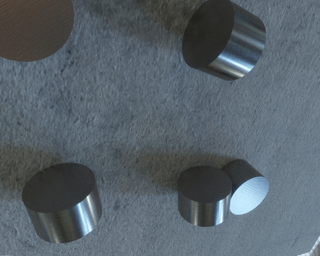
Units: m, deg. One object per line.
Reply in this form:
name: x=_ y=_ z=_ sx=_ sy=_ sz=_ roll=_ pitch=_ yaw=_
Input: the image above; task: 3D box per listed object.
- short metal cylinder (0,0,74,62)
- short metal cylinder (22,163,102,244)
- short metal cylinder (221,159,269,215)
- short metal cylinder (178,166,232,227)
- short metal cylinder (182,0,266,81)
short metal cylinder: x=-0.119 y=-0.103 z=0.263 sx=0.081 sy=0.050 sz=0.079 roll=-14 pitch=125 yaw=-21
short metal cylinder: x=-0.112 y=0.086 z=0.364 sx=0.081 sy=0.080 sz=0.050 roll=-17 pitch=125 yaw=-19
short metal cylinder: x=0.138 y=0.101 z=0.531 sx=0.081 sy=0.050 sz=0.079 roll=-14 pitch=125 yaw=-21
short metal cylinder: x=0.067 y=0.103 z=0.474 sx=0.081 sy=0.080 sz=0.050 roll=-16 pitch=125 yaw=-20
short metal cylinder: x=0.070 y=-0.099 z=0.350 sx=0.050 sy=0.080 sz=0.079 roll=13 pitch=112 yaw=-34
